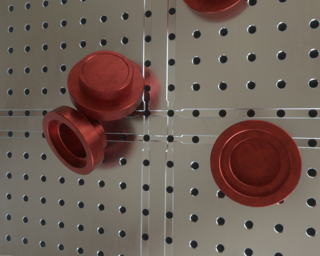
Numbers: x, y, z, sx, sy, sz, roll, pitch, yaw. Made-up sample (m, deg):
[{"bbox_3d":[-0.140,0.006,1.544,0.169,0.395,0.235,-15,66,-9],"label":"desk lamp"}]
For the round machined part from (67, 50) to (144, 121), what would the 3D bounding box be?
[{"bbox_3d":[-0.069,-0.061,0.401,0.099,0.042,0.098,4,59,-6],"label":"round machined part"}]

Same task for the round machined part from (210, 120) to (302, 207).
[{"bbox_3d":[0.112,0.039,0.364,0.098,0.042,0.097,0,90,20],"label":"round machined part"}]

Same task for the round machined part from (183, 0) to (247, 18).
[{"bbox_3d":[0.067,-0.190,0.380,0.098,0.042,0.097,0,90,20],"label":"round machined part"}]

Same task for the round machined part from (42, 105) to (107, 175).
[{"bbox_3d":[-0.112,0.013,0.428,0.098,0.042,0.097,22,131,28],"label":"round machined part"}]
